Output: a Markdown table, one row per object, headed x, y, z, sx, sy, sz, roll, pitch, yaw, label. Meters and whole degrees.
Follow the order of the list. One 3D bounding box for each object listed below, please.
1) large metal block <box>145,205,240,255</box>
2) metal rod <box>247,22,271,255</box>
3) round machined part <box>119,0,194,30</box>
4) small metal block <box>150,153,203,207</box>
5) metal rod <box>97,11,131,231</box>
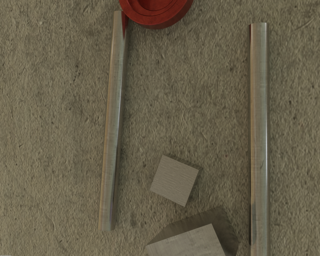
| x | y | z | sx | sy | sz | roll | pitch | yaw | label |
| --- | --- | --- | --- | --- | --- | --- | --- | --- | --- |
| 0.042 | 0.137 | 0.365 | 0.080 | 0.080 | 0.050 | -25 | 82 | 18 | large metal block |
| 0.117 | 0.028 | 0.367 | 0.025 | 0.025 | 0.298 | 0 | 90 | 19 | metal rod |
| -0.001 | -0.176 | 0.400 | 0.098 | 0.042 | 0.097 | 0 | 90 | 19 | round machined part |
| 0.021 | 0.066 | 0.401 | 0.050 | 0.025 | 0.050 | 22 | 97 | 18 | small metal block |
| -0.064 | -0.009 | 0.430 | 0.025 | 0.025 | 0.298 | 5 | 92 | 19 | metal rod |
